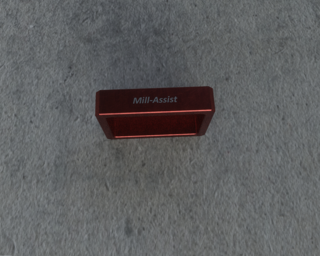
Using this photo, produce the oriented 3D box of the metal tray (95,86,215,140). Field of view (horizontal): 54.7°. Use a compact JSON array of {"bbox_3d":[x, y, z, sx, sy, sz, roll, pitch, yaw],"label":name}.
[{"bbox_3d":[-0.006,-0.016,0.379,0.131,0.090,0.030,-2,70,-1],"label":"metal tray"}]
